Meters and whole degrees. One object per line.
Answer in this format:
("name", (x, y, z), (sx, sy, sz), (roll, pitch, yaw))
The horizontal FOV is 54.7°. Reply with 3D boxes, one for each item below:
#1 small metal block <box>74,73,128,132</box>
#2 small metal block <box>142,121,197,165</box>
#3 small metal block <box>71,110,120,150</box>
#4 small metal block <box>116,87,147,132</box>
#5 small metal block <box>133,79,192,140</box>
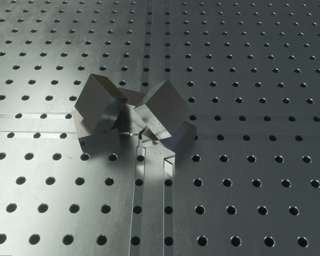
("small metal block", (-0.073, -0.031, 0.380), (0.025, 0.050, 0.050), (4, 35, -51))
("small metal block", (0.012, 0.011, 0.399), (0.050, 0.025, 0.050), (29, 55, 21))
("small metal block", (-0.085, -0.004, 0.410), (0.050, 0.025, 0.050), (-15, 52, -13))
("small metal block", (-0.034, -0.022, 0.409), (0.050, 0.050, 0.025), (15, 52, 11))
("small metal block", (0.004, -0.022, 0.376), (0.050, 0.025, 0.050), (50, 54, -17))
